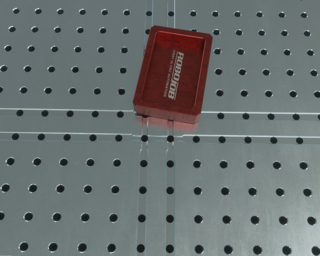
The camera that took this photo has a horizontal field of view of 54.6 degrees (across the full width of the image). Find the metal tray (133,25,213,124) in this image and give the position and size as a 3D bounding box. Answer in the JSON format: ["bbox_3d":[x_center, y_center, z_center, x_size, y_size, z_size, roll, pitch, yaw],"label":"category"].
[{"bbox_3d":[0.020,-0.077,0.437,0.090,0.030,0.130,10,70,3],"label":"metal tray"}]
